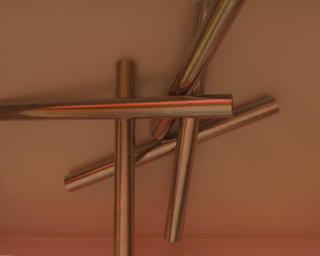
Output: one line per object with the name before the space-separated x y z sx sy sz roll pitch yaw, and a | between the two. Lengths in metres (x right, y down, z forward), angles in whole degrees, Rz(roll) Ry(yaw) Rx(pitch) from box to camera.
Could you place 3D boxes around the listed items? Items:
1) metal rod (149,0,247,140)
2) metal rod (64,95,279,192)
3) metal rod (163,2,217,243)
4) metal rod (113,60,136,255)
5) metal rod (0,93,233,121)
metal rod | 0.043 -0.078 0.301 0.025 0.025 0.298 19 141 -7
metal rod | 0.010 0.024 0.420 0.301 0.025 0.025 -22 109 7
metal rod | 0.036 0.001 0.387 0.025 0.025 0.298 7 101 -3
metal rod | -0.043 0.068 0.372 0.025 0.025 0.298 0 86 0
metal rod | -0.070 -0.022 0.360 0.301 0.025 0.025 0 111 17
